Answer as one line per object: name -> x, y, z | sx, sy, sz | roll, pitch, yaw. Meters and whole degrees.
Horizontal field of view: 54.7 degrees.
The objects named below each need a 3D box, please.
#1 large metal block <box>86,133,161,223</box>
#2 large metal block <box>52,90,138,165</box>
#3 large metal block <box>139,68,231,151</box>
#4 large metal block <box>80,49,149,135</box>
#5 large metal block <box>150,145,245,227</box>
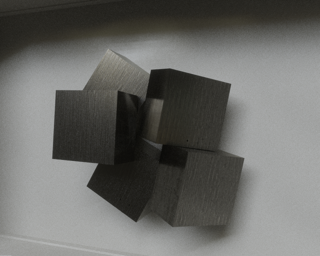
large metal block -> -0.034, 0.060, 0.404 | 0.080, 0.050, 0.080 | 31, 100, 17
large metal block -> -0.076, -0.002, 0.367 | 0.080, 0.050, 0.079 | 3, 90, 20
large metal block -> 0.028, -0.021, 0.362 | 0.081, 0.050, 0.079 | 9, 94, -26
large metal block -> -0.049, -0.045, 0.412 | 0.080, 0.050, 0.080 | 38, 102, 15
large metal block -> 0.042, 0.064, 0.357 | 0.050, 0.081, 0.079 | 18, 97, 58
